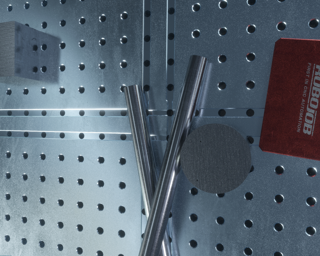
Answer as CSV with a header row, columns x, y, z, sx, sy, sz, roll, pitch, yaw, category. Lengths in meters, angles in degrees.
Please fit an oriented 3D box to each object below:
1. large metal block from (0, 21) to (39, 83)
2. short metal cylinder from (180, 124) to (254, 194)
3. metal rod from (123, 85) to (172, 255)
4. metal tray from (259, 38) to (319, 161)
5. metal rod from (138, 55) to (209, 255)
x,y,z,sx,sy,sz,roll,pitch,yaw,category
-0.239,-0.115,0.484,0.080,0.050,0.079,1,90,20,large metal block
0.070,0.034,0.374,0.080,0.050,0.079,0,90,20,short metal cylinder
-0.011,0.090,0.416,0.025,0.025,0.298,-12,86,19,metal rod
0.169,-0.031,0.350,0.090,0.030,0.129,9,93,19,metal tray
0.013,0.056,0.390,0.025,0.025,0.298,14,88,19,metal rod
